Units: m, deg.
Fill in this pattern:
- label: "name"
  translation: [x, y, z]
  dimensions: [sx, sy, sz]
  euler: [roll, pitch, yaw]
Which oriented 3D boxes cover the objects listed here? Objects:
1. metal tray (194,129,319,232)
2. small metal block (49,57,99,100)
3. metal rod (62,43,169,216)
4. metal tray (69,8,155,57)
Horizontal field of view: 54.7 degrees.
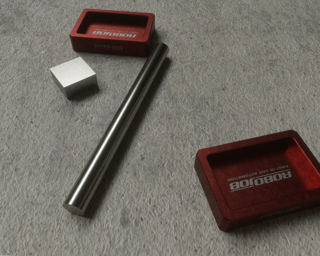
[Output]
- label: "metal tray"
  translation: [0.115, 0.056, 0.354]
  dimensions: [0.131, 0.030, 0.090]
  euler: [-11, 51, -10]
- label: "small metal block"
  translation: [-0.129, -0.076, 0.465]
  dimensions: [0.050, 0.025, 0.050]
  euler: [-29, 56, -23]
- label: "metal rod"
  translation: [-0.044, -0.022, 0.420]
  dimensions: [0.025, 0.025, 0.300]
  euler: [15, 51, 11]
- label: "metal tray"
  translation: [-0.079, -0.168, 0.539]
  dimensions: [0.131, 0.030, 0.090]
  euler: [6, 50, 4]
